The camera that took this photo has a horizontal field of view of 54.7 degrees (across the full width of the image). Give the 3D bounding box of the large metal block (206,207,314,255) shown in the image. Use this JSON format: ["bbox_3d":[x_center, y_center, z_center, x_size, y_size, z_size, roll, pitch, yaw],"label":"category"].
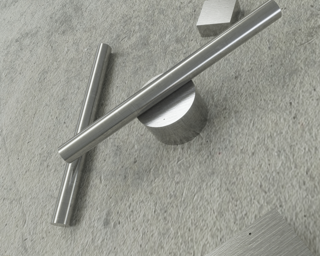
[{"bbox_3d":[0.093,0.129,0.260,0.080,0.050,0.080,-36,51,4],"label":"large metal block"}]

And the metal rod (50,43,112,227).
[{"bbox_3d":[-0.111,-0.007,0.464,0.025,0.025,0.299,-7,58,24],"label":"metal rod"}]

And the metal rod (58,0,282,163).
[{"bbox_3d":[0.008,-0.052,0.366,0.300,0.025,0.025,-34,52,5],"label":"metal rod"}]

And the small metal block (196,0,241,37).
[{"bbox_3d":[0.087,-0.163,0.458,0.050,0.025,0.050,5,64,30],"label":"small metal block"}]

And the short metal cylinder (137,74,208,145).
[{"bbox_3d":[0.015,-0.024,0.394,0.080,0.050,0.080,-13,56,20],"label":"short metal cylinder"}]
